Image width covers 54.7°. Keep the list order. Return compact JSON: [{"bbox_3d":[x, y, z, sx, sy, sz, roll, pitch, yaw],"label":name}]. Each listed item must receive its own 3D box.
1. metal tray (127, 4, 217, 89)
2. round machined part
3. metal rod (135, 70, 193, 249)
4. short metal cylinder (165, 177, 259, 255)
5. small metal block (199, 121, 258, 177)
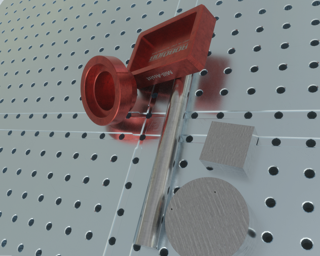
[{"bbox_3d":[0.011,-0.111,0.440,0.130,0.030,0.090,-8,57,45],"label":"metal tray"},{"bbox_3d":[-0.070,-0.054,0.445,0.098,0.042,0.097,9,103,45],"label":"round machined part"},{"bbox_3d":[0.017,-0.003,0.399,0.025,0.025,0.300,-1,61,27],"label":"metal rod"},{"bbox_3d":[0.052,0.095,0.306,0.080,0.050,0.080,-13,56,20],"label":"short metal cylinder"},{"bbox_3d":[0.079,0.023,0.352,0.050,0.025,0.050,9,66,31],"label":"small metal block"}]
